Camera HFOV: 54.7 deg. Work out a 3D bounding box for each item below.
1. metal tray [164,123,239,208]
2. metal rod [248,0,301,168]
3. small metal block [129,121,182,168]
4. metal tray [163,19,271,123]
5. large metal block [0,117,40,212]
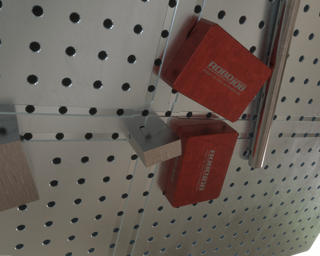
[{"bbox_3d":[0.062,0.058,0.480,0.091,0.030,0.129,-5,121,-26],"label":"metal tray"},{"bbox_3d":[0.169,-0.064,0.466,0.025,0.025,0.298,-14,124,-21],"label":"metal rod"},{"bbox_3d":[-0.006,0.020,0.406,0.050,0.050,0.025,-18,126,-18],"label":"small metal block"},{"bbox_3d":[0.079,-0.070,0.410,0.131,0.030,0.090,24,105,-37],"label":"metal tray"},{"bbox_3d":[-0.180,0.043,0.324,0.081,0.050,0.079,-15,125,-20],"label":"large metal block"}]
